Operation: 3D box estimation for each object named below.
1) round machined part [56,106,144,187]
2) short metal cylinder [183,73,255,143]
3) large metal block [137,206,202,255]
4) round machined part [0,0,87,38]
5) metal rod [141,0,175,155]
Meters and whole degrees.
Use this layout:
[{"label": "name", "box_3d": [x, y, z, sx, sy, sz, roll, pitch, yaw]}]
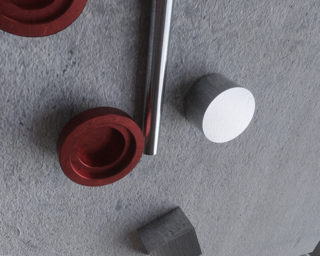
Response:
[{"label": "round machined part", "box_3d": [-0.072, 0.018, 0.368, 0.099, 0.042, 0.097, -14, 124, -21]}, {"label": "short metal cylinder", "box_3d": [0.079, -0.027, 0.417, 0.081, 0.050, 0.079, -14, 124, -21]}, {"label": "large metal block", "box_3d": [0.017, 0.191, 0.519, 0.080, 0.050, 0.080, -26, 128, -12]}, {"label": "round machined part", "box_3d": [-0.111, -0.129, 0.255, 0.099, 0.042, 0.097, -14, 124, -21]}, {"label": "metal rod", "box_3d": [-0.001, -0.100, 0.344, 0.025, 0.025, 0.298, -8, 122, -24]}]
